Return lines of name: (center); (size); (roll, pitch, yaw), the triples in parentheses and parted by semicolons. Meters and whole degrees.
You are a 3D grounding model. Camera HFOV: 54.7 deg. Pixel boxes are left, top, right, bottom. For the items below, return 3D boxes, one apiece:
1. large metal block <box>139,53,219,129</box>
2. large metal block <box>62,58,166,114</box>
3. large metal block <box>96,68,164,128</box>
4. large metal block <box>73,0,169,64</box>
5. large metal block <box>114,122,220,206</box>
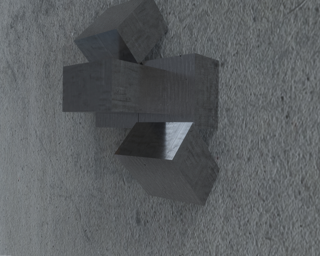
large metal block: (0.021, -0.040, 0.369); (0.080, 0.050, 0.079); (1, 91, 39)
large metal block: (-0.050, -0.042, 0.345); (0.080, 0.081, 0.050); (2, 91, 39)
large metal block: (-0.041, -0.040, 0.420); (0.080, 0.050, 0.079); (1, 91, 39)
large metal block: (-0.049, -0.122, 0.401); (0.080, 0.050, 0.080); (1, 47, 40)
large metal block: (0.010, 0.039, 0.353); (0.080, 0.080, 0.050); (1, 47, 39)
